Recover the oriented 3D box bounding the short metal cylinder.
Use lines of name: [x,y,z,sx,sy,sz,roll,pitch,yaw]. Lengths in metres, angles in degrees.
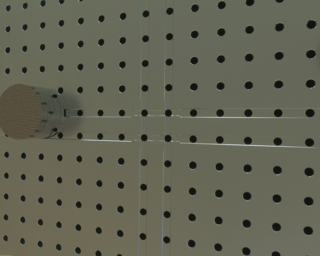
short metal cylinder: [-0.194,-0.023,0.466,0.080,0.050,0.079,0,90,19]
